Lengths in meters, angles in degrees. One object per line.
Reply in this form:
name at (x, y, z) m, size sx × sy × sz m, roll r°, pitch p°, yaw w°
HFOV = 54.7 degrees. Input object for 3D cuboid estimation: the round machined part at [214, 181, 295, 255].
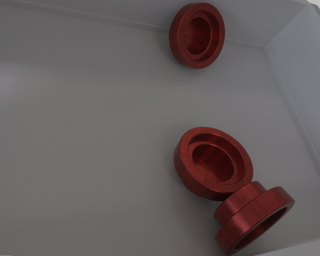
round machined part at (0.102, 0.099, 0.357) m, size 0.099 × 0.097 × 0.042 m, roll -14°, pitch 51°, yaw -34°

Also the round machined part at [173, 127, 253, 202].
round machined part at (0.063, 0.049, 0.390) m, size 0.099 × 0.042 × 0.098 m, roll 13°, pitch 46°, yaw -13°

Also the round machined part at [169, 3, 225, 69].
round machined part at (0.053, -0.145, 0.490) m, size 0.099 × 0.097 × 0.042 m, roll -13°, pitch 24°, yaw -33°
